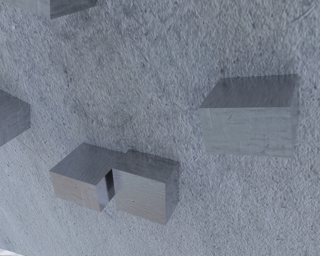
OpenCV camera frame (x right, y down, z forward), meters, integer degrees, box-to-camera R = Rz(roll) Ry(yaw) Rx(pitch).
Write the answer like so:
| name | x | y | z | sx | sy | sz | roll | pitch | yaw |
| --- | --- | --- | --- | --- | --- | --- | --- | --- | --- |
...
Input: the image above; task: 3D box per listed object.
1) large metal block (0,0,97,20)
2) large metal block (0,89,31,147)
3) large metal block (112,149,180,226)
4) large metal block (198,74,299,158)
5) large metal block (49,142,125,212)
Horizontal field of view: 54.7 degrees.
| name | x | y | z | sx | sy | sz | roll | pitch | yaw |
| --- | --- | --- | --- | --- | --- | --- | --- | --- | --- |
| large metal block | -0.124 | -0.163 | 0.336 | 0.080 | 0.080 | 0.050 | 23 | 127 | 14 |
| large metal block | -0.272 | -0.018 | 0.504 | 0.080 | 0.080 | 0.050 | 26 | 128 | 12 |
| large metal block | -0.019 | 0.085 | 0.453 | 0.080 | 0.050 | 0.079 | 13 | 124 | 21 |
| large metal block | 0.093 | -0.015 | 0.313 | 0.080 | 0.080 | 0.050 | 1 | 119 | 28 |
| large metal block | -0.105 | 0.071 | 0.471 | 0.080 | 0.080 | 0.050 | 12 | 124 | 21 |
